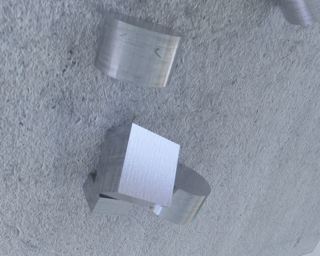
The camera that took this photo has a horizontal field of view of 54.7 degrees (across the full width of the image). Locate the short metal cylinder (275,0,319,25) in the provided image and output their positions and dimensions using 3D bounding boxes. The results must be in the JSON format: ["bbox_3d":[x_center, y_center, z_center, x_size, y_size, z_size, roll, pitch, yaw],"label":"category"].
[{"bbox_3d":[0.176,-0.169,0.363,0.080,0.080,0.050,-47,129,4],"label":"short metal cylinder"}]

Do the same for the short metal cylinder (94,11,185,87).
[{"bbox_3d":[-0.021,-0.079,0.310,0.081,0.080,0.050,3,117,-30],"label":"short metal cylinder"}]

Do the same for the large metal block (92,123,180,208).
[{"bbox_3d":[-0.026,0.049,0.381,0.080,0.050,0.080,27,64,-37],"label":"large metal block"}]

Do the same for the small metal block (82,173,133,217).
[{"bbox_3d":[-0.069,0.088,0.407,0.050,0.050,0.025,18,109,-35],"label":"small metal block"}]

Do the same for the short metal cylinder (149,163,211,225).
[{"bbox_3d":[0.025,0.091,0.441,0.081,0.080,0.050,14,111,-34],"label":"short metal cylinder"}]
